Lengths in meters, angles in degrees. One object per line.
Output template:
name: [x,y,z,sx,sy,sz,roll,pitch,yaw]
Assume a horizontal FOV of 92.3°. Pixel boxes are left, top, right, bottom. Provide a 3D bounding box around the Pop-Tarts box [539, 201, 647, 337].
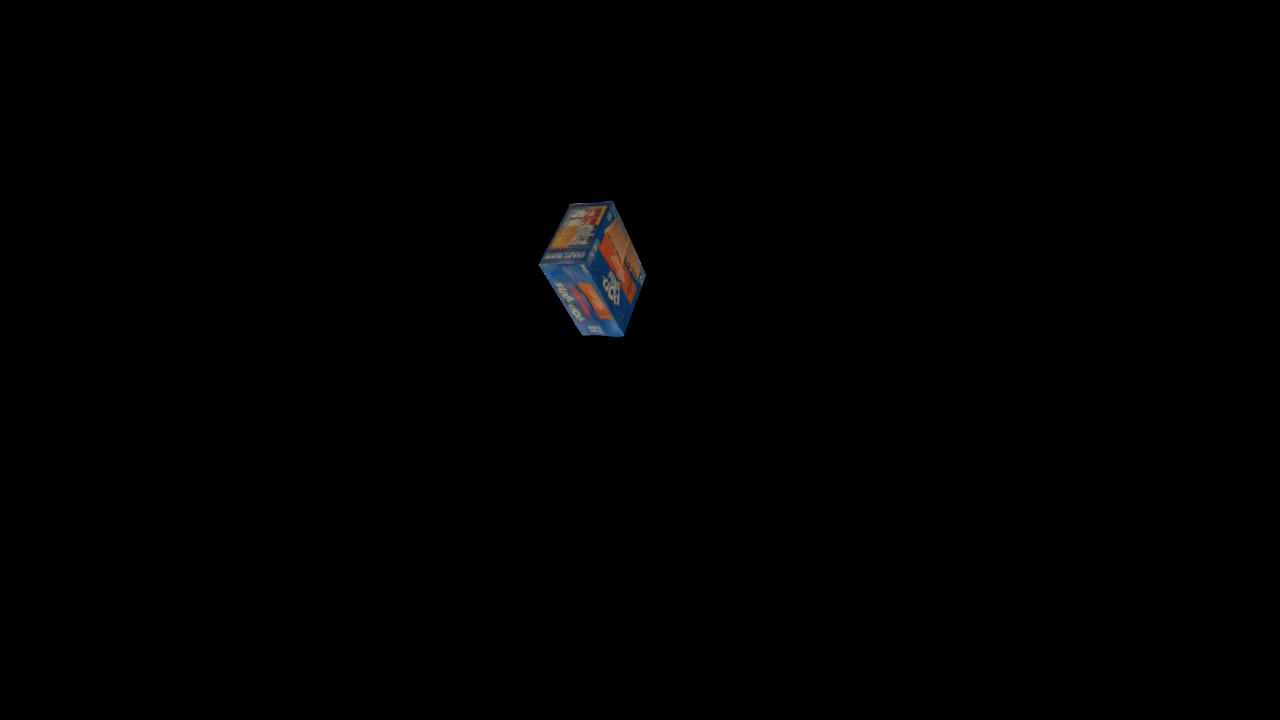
Pop-Tarts box: [-0.069,-0.143,0.986,0.083,0.141,0.167,1,-37,26]
